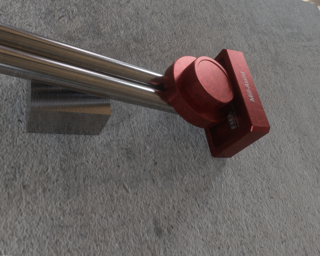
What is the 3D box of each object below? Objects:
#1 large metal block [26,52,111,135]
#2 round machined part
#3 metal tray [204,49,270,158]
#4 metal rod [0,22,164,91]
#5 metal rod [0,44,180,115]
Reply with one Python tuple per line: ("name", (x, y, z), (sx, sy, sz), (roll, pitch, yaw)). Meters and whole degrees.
("large metal block", (-0.106, -0.040, 0.352), (0.081, 0.050, 0.080), (3, 60, -27))
("round machined part", (0.056, -0.052, 0.396), (0.099, 0.042, 0.098), (21, 52, -29))
("metal tray", (0.094, -0.033, 0.436), (0.030, 0.090, 0.130), (4, 60, -27))
("metal rod", (-0.040, -0.065, 0.366), (0.302, 0.025, 0.025), (10, 57, -38))
("metal rod", (-0.036, -0.041, 0.354), (0.302, 0.025, 0.025), (11, 56, -38))
